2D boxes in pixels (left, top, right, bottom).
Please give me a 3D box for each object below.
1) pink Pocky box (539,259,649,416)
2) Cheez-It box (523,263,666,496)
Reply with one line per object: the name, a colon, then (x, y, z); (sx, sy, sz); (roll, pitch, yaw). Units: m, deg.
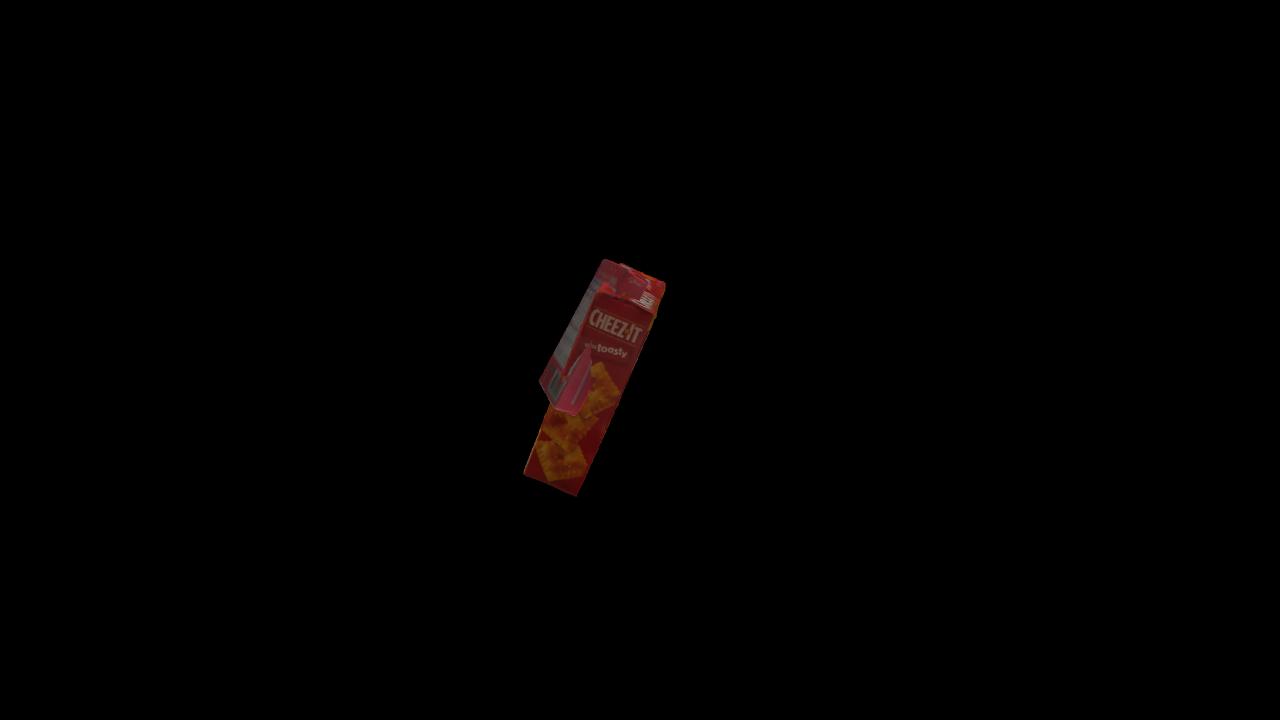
pink Pocky box: (-0.051, -0.026, 0.634); (0.029, 0.155, 0.084); (26, 6, -26)
Cheez-It box: (-0.047, 0.014, 0.689); (0.071, 0.223, 0.166); (23, 19, -3)
